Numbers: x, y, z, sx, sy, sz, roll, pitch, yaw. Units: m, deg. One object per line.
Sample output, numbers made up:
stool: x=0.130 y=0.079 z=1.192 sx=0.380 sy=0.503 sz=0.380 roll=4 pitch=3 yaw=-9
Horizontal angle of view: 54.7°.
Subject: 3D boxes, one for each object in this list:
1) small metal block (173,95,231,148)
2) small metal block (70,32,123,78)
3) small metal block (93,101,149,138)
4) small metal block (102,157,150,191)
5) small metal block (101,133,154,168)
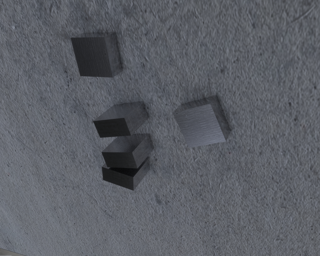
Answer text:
small metal block: x=0.051 y=-0.007 z=0.375 sx=0.050 sy=0.025 sz=0.050 roll=-13 pitch=112 yaw=33
small metal block: x=-0.079 y=-0.093 z=0.391 sx=0.050 sy=0.025 sz=0.050 roll=6 pitch=121 yaw=25
small metal block: x=-0.050 y=-0.012 z=0.410 sx=0.050 sy=0.050 sz=0.025 roll=-5 pitch=116 yaw=30
small metal block: x=-0.049 y=0.059 z=0.453 sx=0.050 sy=0.050 sz=0.025 roll=15 pitch=125 yaw=19
small metal block: x=-0.044 y=0.031 z=0.433 sx=0.050 sy=0.050 sz=0.025 roll=-2 pitch=118 yaw=29
